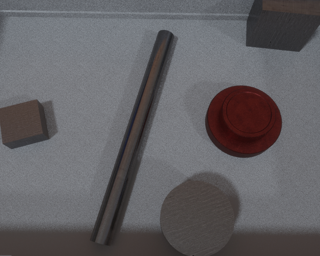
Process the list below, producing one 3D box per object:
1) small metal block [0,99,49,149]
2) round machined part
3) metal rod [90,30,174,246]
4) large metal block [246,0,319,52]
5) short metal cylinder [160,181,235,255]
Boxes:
[{"bbox_3d":[-0.180,-0.005,0.409,0.050,0.025,0.050,-15,71,-6],"label":"small metal block"},{"bbox_3d":[0.112,-0.013,0.407,0.099,0.042,0.098,0,70,-1],"label":"round machined part"},{"bbox_3d":[-0.030,-0.002,0.409,0.025,0.025,0.299,15,70,5],"label":"metal rod"},{"bbox_3d":[0.174,-0.156,0.440,0.080,0.080,0.050,6,70,2],"label":"large metal block"},{"bbox_3d":[0.040,0.105,0.358,0.081,0.050,0.080,0,70,0],"label":"short metal cylinder"}]
